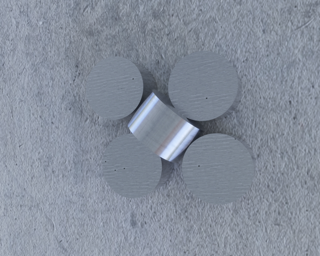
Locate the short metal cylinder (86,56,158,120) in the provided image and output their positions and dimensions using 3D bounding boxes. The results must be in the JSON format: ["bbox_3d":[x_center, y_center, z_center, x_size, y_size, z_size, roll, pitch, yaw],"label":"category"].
[{"bbox_3d":[-0.050,-0.050,0.412,0.080,0.050,0.079,0,90,19],"label":"short metal cylinder"}]

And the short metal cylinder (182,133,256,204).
[{"bbox_3d":[0.072,0.046,0.370,0.080,0.050,0.079,0,90,19],"label":"short metal cylinder"}]

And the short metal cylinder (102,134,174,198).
[{"bbox_3d":[-0.027,0.047,0.404,0.080,0.050,0.079,0,90,19],"label":"short metal cylinder"}]

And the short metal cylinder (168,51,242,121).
[{"bbox_3d":[0.056,-0.048,0.375,0.080,0.050,0.079,0,90,19],"label":"short metal cylinder"}]

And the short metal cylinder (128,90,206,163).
[{"bbox_3d":[0.008,-0.003,0.378,0.080,0.080,0.050,41,103,15],"label":"short metal cylinder"}]
